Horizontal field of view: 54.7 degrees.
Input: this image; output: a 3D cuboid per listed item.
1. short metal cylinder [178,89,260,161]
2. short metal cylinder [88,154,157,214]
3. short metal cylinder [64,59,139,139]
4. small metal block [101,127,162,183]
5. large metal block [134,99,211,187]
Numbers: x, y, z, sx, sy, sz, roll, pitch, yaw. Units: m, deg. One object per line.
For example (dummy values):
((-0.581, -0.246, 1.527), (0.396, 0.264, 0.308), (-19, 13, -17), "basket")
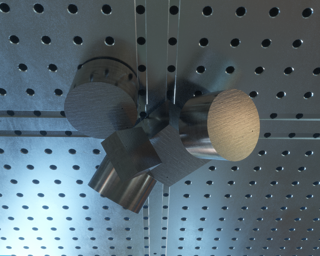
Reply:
((0.069, -0.003, 0.360), (0.080, 0.080, 0.050), (36, 160, -26), "short metal cylinder")
((-0.051, 0.076, 0.427), (0.080, 0.050, 0.080), (29, 168, 7), "short metal cylinder")
((-0.065, -0.033, 0.362), (0.081, 0.050, 0.079), (0, 130, 0), "short metal cylinder")
((-0.031, 0.028, 0.349), (0.025, 0.050, 0.050), (-36, 78, 28), "small metal block")
((0.011, 0.023, 0.407), (0.080, 0.050, 0.080), (37, 121, -27), "large metal block")
